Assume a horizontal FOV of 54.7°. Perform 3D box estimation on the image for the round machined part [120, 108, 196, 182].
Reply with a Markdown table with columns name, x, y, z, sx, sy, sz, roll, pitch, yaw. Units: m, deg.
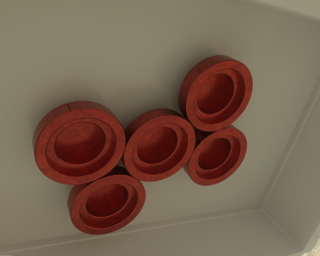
| name | x | y | z | sx | sy | sz | roll | pitch | yaw |
| --- | --- | --- | --- | --- | --- | --- | --- | --- | --- |
| round machined part | -0.007 | 0.018 | 0.401 | 0.099 | 0.042 | 0.097 | -14 | 124 | -21 |

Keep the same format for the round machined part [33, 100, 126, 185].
| name | x | y | z | sx | sy | sz | roll | pitch | yaw |
| --- | --- | --- | --- | --- | --- | --- | --- | --- | --- |
| round machined part | -0.092 | 0.013 | 0.352 | 0.099 | 0.042 | 0.097 | -14 | 124 | -21 |

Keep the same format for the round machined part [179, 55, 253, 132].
| name | x | y | z | sx | sy | sz | roll | pitch | yaw |
| --- | --- | --- | --- | --- | --- | --- | --- | --- | --- |
| round machined part | 0.067 | -0.047 | 0.402 | 0.099 | 0.042 | 0.097 | -14 | 124 | -21 |

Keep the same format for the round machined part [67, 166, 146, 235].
| name | x | y | z | sx | sy | sz | roll | pitch | yaw |
| --- | --- | --- | --- | --- | --- | --- | --- | --- | --- |
| round machined part | -0.072 | 0.090 | 0.410 | 0.099 | 0.042 | 0.097 | -14 | 124 | -21 |

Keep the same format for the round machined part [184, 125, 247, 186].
| name | x | y | z | sx | sy | sz | roll | pitch | yaw |
| --- | --- | --- | --- | --- | --- | --- | --- | --- | --- |
| round machined part | 0.075 | 0.033 | 0.456 | 0.099 | 0.042 | 0.097 | -14 | 124 | -21 |
